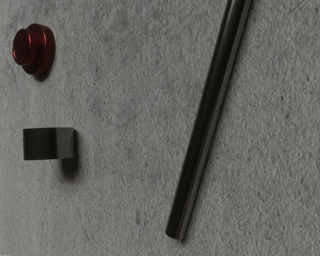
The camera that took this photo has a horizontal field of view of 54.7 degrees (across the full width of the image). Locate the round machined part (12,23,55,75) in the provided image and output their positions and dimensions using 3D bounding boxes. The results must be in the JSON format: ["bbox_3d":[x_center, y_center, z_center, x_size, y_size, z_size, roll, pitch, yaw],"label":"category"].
[{"bbox_3d":[-0.246,-0.151,0.593,0.098,0.042,0.097,0,90,39],"label":"round machined part"}]

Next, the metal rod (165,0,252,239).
[{"bbox_3d":[0.054,-0.010,0.359,0.025,0.025,0.298,23,104,37],"label":"metal rod"}]

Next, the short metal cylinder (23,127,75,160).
[{"bbox_3d":[-0.185,0.026,0.519,0.080,0.081,0.050,-4,87,39],"label":"short metal cylinder"}]
